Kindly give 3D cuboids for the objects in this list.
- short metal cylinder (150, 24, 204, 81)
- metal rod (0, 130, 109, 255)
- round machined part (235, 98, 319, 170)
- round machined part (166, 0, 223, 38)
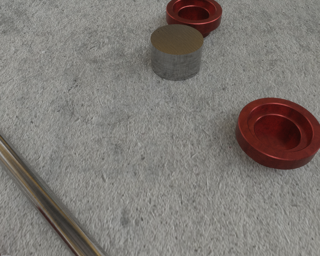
[{"bbox_3d":[0.026,-0.119,0.488,0.081,0.050,0.080,0,50,0],"label":"short metal cylinder"},{"bbox_3d":[-0.121,0.081,0.333,0.300,0.025,0.025,38,59,27],"label":"metal rod"},{"bbox_3d":[0.143,0.011,0.385,0.099,0.042,0.098,0,50,0],"label":"round machined part"},{"bbox_3d":[0.060,-0.196,0.557,0.099,0.042,0.098,0,50,0],"label":"round machined part"}]
